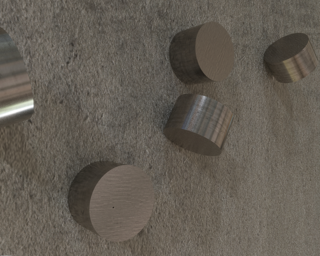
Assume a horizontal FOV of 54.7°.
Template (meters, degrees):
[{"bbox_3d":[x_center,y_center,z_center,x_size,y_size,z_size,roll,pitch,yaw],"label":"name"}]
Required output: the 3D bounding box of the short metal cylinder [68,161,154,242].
[{"bbox_3d":[-0.053,0.078,0.344,0.081,0.050,0.080,0,90,-40],"label":"short metal cylinder"}]

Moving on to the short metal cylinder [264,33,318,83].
[{"bbox_3d":[0.240,-0.129,0.569,0.050,0.080,0.080,49,61,-29],"label":"short metal cylinder"}]

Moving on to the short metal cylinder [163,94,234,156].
[{"bbox_3d":[0.051,-0.003,0.411,0.080,0.080,0.050,36,68,-34],"label":"short metal cylinder"}]

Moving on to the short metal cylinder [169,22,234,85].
[{"bbox_3d":[0.060,-0.103,0.438,0.081,0.050,0.080,0,90,-40],"label":"short metal cylinder"}]

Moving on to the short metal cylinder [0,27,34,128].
[{"bbox_3d":[-0.145,-0.037,0.248,0.050,0.080,0.080,-24,106,-37],"label":"short metal cylinder"}]
